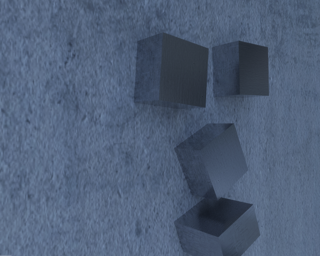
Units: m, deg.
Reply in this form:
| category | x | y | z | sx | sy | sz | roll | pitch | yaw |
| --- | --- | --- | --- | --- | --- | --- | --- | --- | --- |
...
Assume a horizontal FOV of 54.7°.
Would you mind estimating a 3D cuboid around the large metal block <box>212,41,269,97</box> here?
| category | x | y | z | sx | sy | sz | roll | pitch | yaw |
| --- | --- | --- | --- | --- | --- | --- | --- | --- | --- |
| large metal block | 0.131 | -0.091 | 0.501 | 0.081 | 0.050 | 0.079 | -3 | 92 | -40 |

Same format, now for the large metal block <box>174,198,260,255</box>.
| category | x | y | z | sx | sy | sz | roll | pitch | yaw |
| --- | --- | --- | --- | --- | --- | --- | --- | --- | --- |
| large metal block | 0.081 | 0.143 | 0.440 | 0.081 | 0.080 | 0.050 | -26 | 107 | -37 |

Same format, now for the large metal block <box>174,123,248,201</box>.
| category | x | y | z | sx | sy | sz | roll | pitch | yaw |
| --- | --- | --- | --- | --- | --- | --- | --- | --- | --- |
| large metal block | 0.077 | 0.046 | 0.456 | 0.081 | 0.050 | 0.080 | -33 | 111 | -35 |

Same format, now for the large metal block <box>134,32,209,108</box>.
| category | x | y | z | sx | sy | sz | roll | pitch | yaw |
| --- | --- | --- | --- | --- | --- | --- | --- | --- | --- |
| large metal block | 0.016 | -0.069 | 0.404 | 0.081 | 0.050 | 0.080 | 5 | 87 | -40 |
